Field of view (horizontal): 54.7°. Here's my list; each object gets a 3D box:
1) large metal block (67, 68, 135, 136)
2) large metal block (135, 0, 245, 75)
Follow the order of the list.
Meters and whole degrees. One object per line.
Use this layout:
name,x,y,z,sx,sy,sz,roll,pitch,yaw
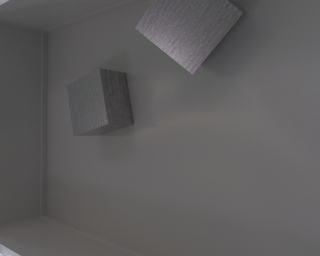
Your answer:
large metal block,-0.090,-0.035,0.465,0.080,0.050,0.080,-17,80,39
large metal block,0.034,-0.120,0.340,0.080,0.050,0.080,39,118,-3
